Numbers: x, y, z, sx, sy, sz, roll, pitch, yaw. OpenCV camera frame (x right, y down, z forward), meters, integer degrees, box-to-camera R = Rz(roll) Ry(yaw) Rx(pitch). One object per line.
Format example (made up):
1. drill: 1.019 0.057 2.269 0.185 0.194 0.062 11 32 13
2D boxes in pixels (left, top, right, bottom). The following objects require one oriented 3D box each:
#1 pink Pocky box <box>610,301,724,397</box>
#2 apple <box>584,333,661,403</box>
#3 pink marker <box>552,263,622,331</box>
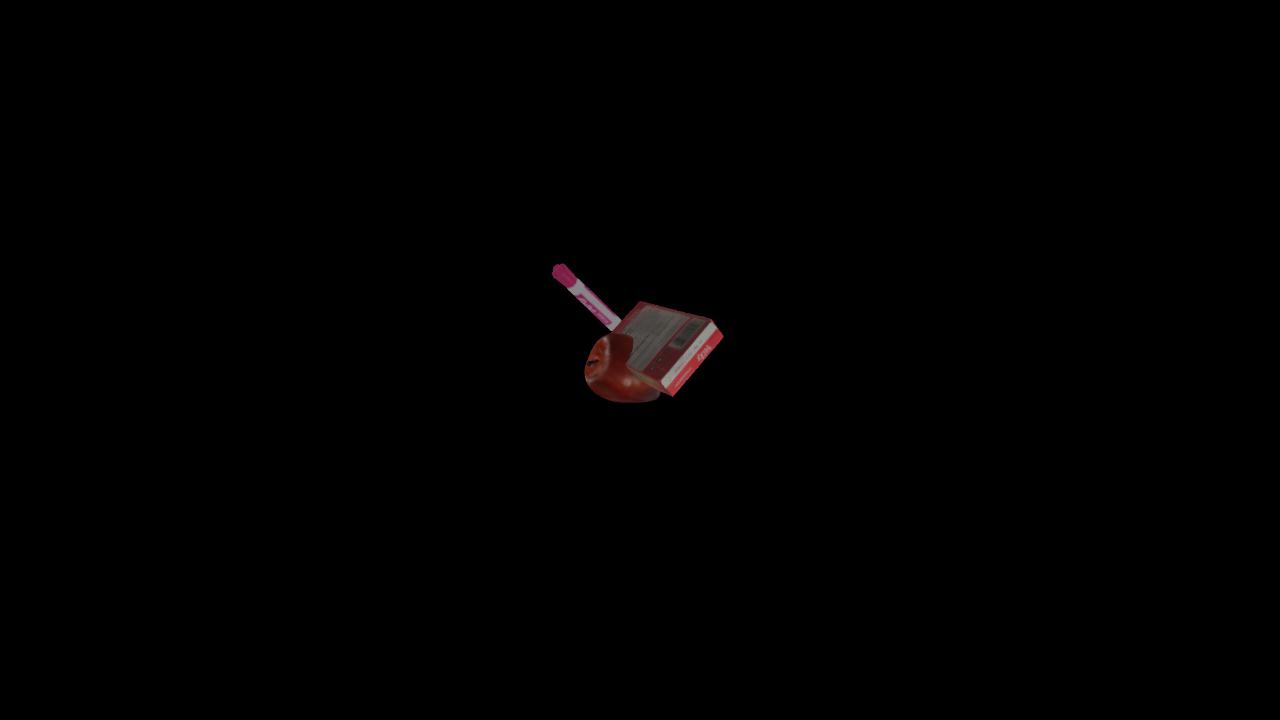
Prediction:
1. pink Pocky box: 0.016 -0.017 0.668 0.029 0.084 0.155 48 -12 -29
2. apple: -0.018 0.013 0.691 0.093 0.079 0.079 18 -8 -24
3. pink marker: -0.059 -0.071 0.700 0.020 0.020 0.121 0 -28 34
